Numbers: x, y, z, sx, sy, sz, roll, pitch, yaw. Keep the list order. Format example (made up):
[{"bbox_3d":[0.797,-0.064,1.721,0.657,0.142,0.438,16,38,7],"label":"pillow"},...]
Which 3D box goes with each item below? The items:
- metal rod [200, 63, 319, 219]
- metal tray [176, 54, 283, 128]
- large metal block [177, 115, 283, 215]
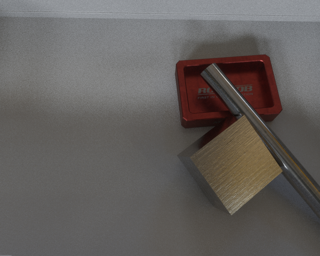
[{"bbox_3d":[0.153,0.042,0.375,0.025,0.025,0.300,-37,82,-12],"label":"metal rod"},{"bbox_3d":[0.091,-0.051,0.426,0.131,0.030,0.090,-5,70,-2],"label":"metal tray"},{"bbox_3d":[0.081,0.042,0.369,0.080,0.050,0.080,-36,95,-12],"label":"large metal block"}]
